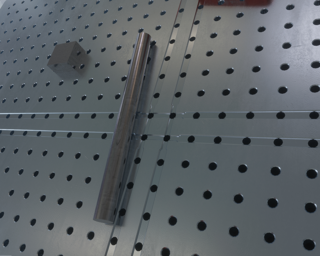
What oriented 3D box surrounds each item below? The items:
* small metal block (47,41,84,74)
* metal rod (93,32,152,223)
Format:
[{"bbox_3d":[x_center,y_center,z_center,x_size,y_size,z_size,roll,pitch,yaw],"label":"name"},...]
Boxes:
[{"bbox_3d":[-0.177,-0.133,0.583,0.050,0.025,0.050,-1,61,27],"label":"small metal block"},{"bbox_3d":[-0.047,-0.018,0.444,0.025,0.025,0.299,-5,59,25],"label":"metal rod"}]
